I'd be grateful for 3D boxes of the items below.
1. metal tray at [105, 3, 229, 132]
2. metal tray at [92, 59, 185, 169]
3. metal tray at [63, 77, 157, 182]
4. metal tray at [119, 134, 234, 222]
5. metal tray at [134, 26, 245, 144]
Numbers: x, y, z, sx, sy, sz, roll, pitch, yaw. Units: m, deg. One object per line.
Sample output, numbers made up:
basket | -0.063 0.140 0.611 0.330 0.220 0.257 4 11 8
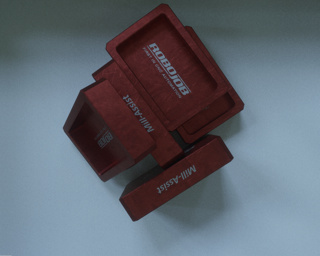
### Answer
metal tray | 0.008 -0.071 0.377 0.090 0.030 0.130 -36 90 0
metal tray | -0.024 -0.015 0.376 0.030 0.090 0.130 -37 90 0
metal tray | -0.065 0.010 0.358 0.030 0.129 0.090 -37 91 -31
metal tray | 0.018 0.055 0.378 0.130 0.090 0.030 -32 90 0
metal tray | 0.037 -0.055 0.409 0.090 0.030 0.130 -34 89 1
